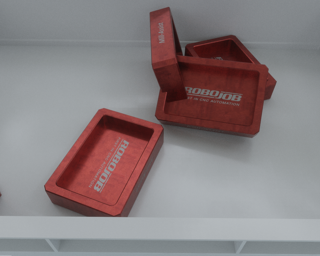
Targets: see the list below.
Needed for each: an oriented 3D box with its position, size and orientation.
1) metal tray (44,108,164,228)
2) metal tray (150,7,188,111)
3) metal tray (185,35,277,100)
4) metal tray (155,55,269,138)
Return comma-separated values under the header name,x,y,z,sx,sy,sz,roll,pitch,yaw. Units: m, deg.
name,x,y,z,sx,sy,sz,roll,pitch,yaw
metal tray,-0.059,0.040,0.367,0.090,0.030,0.130,17,52,13
metal tray,0.014,-0.098,0.441,0.030,0.090,0.130,-12,49,11
metal tray,0.103,-0.089,0.477,0.091,0.030,0.130,-15,52,-13
metal tray,0.067,-0.042,0.404,0.131,0.030,0.090,9,82,12
